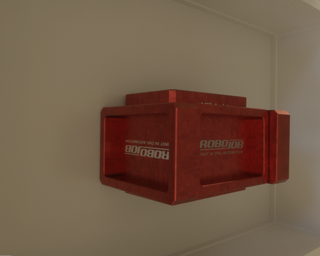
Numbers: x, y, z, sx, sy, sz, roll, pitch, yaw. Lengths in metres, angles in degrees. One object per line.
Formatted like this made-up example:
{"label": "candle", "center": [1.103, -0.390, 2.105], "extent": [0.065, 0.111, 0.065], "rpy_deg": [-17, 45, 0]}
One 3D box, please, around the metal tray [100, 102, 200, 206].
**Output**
{"label": "metal tray", "center": [-0.017, 0.022, 0.322], "extent": [0.030, 0.130, 0.089], "rpy_deg": [1, 90, -40]}

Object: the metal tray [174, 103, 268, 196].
{"label": "metal tray", "center": [0.072, 0.022, 0.344], "extent": [0.131, 0.030, 0.089], "rpy_deg": [1, 89, -40]}

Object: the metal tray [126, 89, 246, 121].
{"label": "metal tray", "center": [0.034, -0.025, 0.389], "extent": [0.131, 0.090, 0.030], "rpy_deg": [0, 91, -40]}

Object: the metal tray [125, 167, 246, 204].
{"label": "metal tray", "center": [0.033, 0.064, 0.388], "extent": [0.131, 0.090, 0.030], "rpy_deg": [0, 90, -40]}

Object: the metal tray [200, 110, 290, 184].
{"label": "metal tray", "center": [0.109, 0.022, 0.426], "extent": [0.030, 0.130, 0.089], "rpy_deg": [1, 90, -40]}
